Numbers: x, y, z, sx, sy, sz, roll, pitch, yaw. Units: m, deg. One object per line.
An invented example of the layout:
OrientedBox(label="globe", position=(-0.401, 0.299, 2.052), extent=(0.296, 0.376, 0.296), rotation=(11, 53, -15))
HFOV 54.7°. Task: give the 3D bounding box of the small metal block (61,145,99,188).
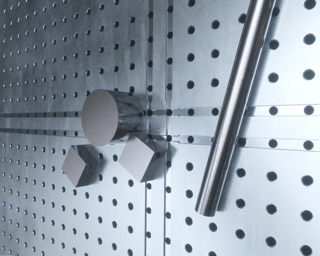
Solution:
OrientedBox(label="small metal block", position=(-0.136, 0.063, 0.522), extent=(0.050, 0.025, 0.050), rotation=(42, 115, 32))

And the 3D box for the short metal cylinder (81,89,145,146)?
OrientedBox(label="short metal cylinder", position=(-0.069, -0.014, 0.450), extent=(0.080, 0.050, 0.080), rotation=(0, 90, 40))

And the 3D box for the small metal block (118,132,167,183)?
OrientedBox(label="small metal block", position=(-0.025, 0.040, 0.431), extent=(0.050, 0.025, 0.050), rotation=(38, 113, 33))

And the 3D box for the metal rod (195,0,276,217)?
OrientedBox(label="metal rod", position=(0.086, -0.044, 0.337), extent=(0.025, 0.025, 0.298), rotation=(22, 104, 38))
